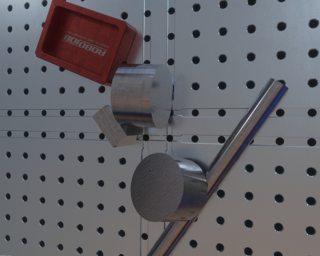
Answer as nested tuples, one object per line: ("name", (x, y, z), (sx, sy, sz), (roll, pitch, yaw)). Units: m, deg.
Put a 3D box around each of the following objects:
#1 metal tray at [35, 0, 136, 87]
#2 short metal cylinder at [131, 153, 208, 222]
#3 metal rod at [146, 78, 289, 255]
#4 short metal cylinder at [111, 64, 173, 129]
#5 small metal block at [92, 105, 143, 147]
("metal tray", (-0.110, -0.124, 0.448), (0.130, 0.030, 0.089), (24, 98, 18))
("short metal cylinder", (0.010, 0.074, 0.380), (0.080, 0.050, 0.080), (-13, 69, 37))
("metal rod", (0.061, 0.071, 0.390), (0.025, 0.025, 0.299), (36, 101, 16))
("short metal cylinder", (-0.020, -0.040, 0.390), (0.050, 0.080, 0.079), (5, 92, 20))
("small metal block", (-0.056, -0.003, 0.419), (0.025, 0.050, 0.050), (-39, 78, 16))
